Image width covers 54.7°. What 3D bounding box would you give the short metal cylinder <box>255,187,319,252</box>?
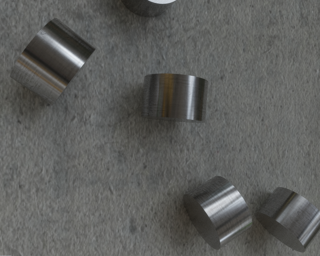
[{"bbox_3d":[0.188,0.133,0.452,0.050,0.080,0.080,-45,104,-15],"label":"short metal cylinder"}]

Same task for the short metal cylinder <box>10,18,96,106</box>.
[{"bbox_3d":[-0.115,-0.071,0.338,0.050,0.080,0.080,37,78,-17],"label":"short metal cylinder"}]

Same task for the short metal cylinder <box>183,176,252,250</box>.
[{"bbox_3d":[0.074,0.110,0.409,0.050,0.080,0.080,-27,99,-18],"label":"short metal cylinder"}]

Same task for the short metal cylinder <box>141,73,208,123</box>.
[{"bbox_3d":[0.018,-0.035,0.388,0.081,0.080,0.050,5,88,-20],"label":"short metal cylinder"}]

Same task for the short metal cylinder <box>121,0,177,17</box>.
[{"bbox_3d":[-0.011,-0.188,0.392,0.081,0.050,0.079,0,90,-21],"label":"short metal cylinder"}]
